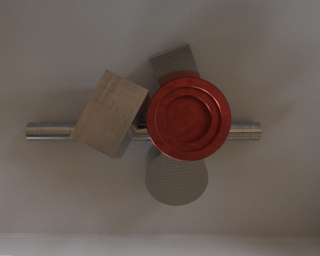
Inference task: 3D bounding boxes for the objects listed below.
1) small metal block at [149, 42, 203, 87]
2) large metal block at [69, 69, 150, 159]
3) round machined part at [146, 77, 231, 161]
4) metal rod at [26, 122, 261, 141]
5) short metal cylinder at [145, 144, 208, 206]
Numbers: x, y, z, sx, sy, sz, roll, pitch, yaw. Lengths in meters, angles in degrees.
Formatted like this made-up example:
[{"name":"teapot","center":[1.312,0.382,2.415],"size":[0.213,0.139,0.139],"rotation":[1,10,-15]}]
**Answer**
[{"name":"small metal block","center":[0.019,-0.072,0.384],"size":[0.050,0.025,0.050],"rotation":[-20,109,6]},{"name":"large metal block","center":[-0.052,-0.012,0.360],"size":[0.050,0.080,0.080],"rotation":[27,85,2]},{"name":"round machined part","center":[0.033,-0.011,0.377],"size":[0.099,0.042,0.097],"rotation":[0,93,0]},{"name":"metal rod","center":[-0.020,0.005,0.410],"size":[0.302,0.025,0.025],"rotation":[0,110,-1]},{"name":"short metal cylinder","center":[0.021,0.056,0.417],"size":[0.081,0.050,0.079],"rotation":[0,110,-1]}]
